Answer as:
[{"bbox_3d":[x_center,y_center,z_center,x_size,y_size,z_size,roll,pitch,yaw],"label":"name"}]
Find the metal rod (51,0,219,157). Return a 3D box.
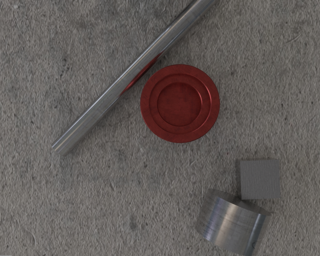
[{"bbox_3d":[-0.029,-0.078,0.409,0.025,0.025,0.300,44,90,0],"label":"metal rod"}]

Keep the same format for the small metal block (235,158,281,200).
[{"bbox_3d":[0.129,0.066,0.411,0.050,0.025,0.050,-2,90,0],"label":"small metal block"}]

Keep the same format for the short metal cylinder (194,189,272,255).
[{"bbox_3d":[0.089,0.114,0.383,0.080,0.080,0.050,20,90,0],"label":"short metal cylinder"}]

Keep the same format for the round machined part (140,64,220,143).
[{"bbox_3d":[0.025,-0.030,0.402,0.099,0.042,0.097,0,90,0],"label":"round machined part"}]
